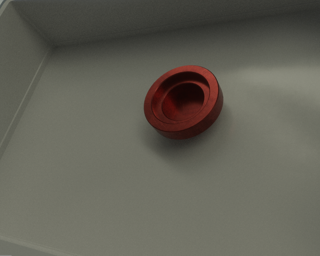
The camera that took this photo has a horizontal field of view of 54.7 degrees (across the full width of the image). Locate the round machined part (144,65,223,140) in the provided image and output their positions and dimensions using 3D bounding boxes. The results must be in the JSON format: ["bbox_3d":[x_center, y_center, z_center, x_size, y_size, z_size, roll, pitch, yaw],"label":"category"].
[{"bbox_3d":[0.033,-0.028,0.394,0.098,0.042,0.098,-13,56,20],"label":"round machined part"}]
